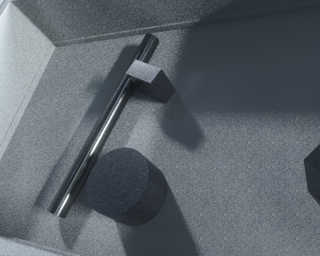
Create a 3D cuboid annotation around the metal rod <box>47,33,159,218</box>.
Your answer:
[{"bbox_3d":[-0.074,-0.015,0.452,0.025,0.025,0.300,13,68,33],"label":"metal rod"}]

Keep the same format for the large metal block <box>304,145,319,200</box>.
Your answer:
[{"bbox_3d":[0.173,0.030,0.262,0.080,0.080,0.050,-44,51,-2],"label":"large metal block"}]

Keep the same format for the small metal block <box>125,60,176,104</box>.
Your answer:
[{"bbox_3d":[-0.013,-0.065,0.435,0.050,0.050,0.025,27,77,37],"label":"small metal block"}]

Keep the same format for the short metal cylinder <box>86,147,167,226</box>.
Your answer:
[{"bbox_3d":[-0.038,0.070,0.366,0.080,0.050,0.080,-13,56,20],"label":"short metal cylinder"}]
